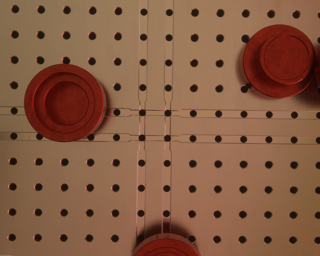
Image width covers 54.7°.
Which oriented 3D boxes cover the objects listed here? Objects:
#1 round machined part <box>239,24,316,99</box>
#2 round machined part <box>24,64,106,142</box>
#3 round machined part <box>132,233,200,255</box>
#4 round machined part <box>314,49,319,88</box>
[{"bbox_3d":[0.158,-0.088,0.407,0.099,0.042,0.097,0,90,-1],"label":"round machined part"},{"bbox_3d":[-0.119,-0.031,0.403,0.099,0.042,0.097,0,90,-1],"label":"round machined part"},{"bbox_3d":[0.008,0.186,0.405,0.099,0.042,0.097,0,90,-1],"label":"round machined part"},{"bbox_3d":[0.236,-0.078,0.394,0.099,0.042,0.097,-2,94,-32],"label":"round machined part"}]
